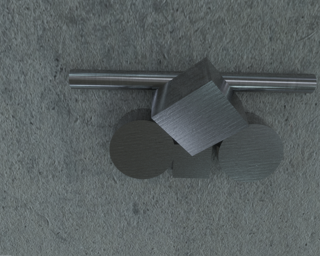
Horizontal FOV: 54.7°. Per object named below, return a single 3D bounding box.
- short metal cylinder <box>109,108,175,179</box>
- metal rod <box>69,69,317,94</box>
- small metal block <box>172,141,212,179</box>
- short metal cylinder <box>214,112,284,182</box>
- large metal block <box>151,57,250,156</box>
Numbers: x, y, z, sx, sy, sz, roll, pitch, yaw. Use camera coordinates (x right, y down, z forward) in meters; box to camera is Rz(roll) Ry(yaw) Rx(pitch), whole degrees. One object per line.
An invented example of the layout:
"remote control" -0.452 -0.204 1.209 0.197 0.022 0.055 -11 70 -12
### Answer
"short metal cylinder" -0.022 0.019 0.404 0.081 0.050 0.079 0 110 0
"metal rod" 0.041 -0.059 0.389 0.302 0.025 0.025 1 110 -1
"small metal block" 0.043 0.041 0.427 0.050 0.025 0.050 2 110 -1
"short metal cylinder" 0.113 0.024 0.407 0.081 0.050 0.079 0 110 0
"large metal block" 0.047 -0.023 0.371 0.080 0.050 0.080 -31 124 24
